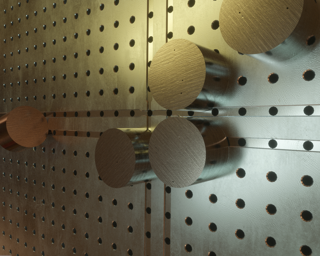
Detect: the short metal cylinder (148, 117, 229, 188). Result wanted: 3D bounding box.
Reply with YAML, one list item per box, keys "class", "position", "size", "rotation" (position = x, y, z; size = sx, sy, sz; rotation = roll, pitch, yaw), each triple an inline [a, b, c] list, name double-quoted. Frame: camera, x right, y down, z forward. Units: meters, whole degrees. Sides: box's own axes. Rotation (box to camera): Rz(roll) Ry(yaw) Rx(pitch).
- class: "short metal cylinder"
  position: [0.033, 0.027, 0.366]
  size: [0.080, 0.050, 0.079]
  rotation: [0, 90, 40]

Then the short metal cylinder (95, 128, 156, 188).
- class: "short metal cylinder"
  position: [-0.045, 0.040, 0.430]
  size: [0.080, 0.050, 0.079]
  rotation: [0, 90, 40]

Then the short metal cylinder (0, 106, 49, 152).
- class: "short metal cylinder"
  position: [-0.263, 0.003, 0.591]
  size: [0.050, 0.081, 0.080]
  rotation: [-18, 79, 39]

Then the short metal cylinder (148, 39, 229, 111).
- class: "short metal cylinder"
  position: [0.033, -0.060, 0.366]
  size: [0.080, 0.050, 0.079]
  rotation: [0, 90, 40]

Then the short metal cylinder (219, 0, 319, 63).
- class: "short metal cylinder"
  position: [0.106, -0.108, 0.305]
  size: [0.080, 0.050, 0.079]
  rotation: [0, 90, 40]
